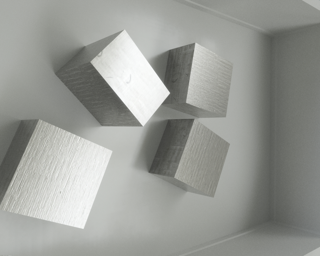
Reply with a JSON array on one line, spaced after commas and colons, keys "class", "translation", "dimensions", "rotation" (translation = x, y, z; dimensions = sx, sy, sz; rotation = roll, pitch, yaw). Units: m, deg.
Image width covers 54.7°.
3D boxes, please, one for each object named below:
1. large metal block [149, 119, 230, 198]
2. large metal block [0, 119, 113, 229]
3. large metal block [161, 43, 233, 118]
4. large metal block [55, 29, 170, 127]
[{"class": "large metal block", "translation": [0.042, 0.041, 0.426], "dimensions": [0.080, 0.050, 0.080], "rotation": [32, 70, -35]}, {"class": "large metal block", "translation": [-0.105, 0.044, 0.302], "dimensions": [0.080, 0.050, 0.080], "rotation": [29, 72, -36]}, {"class": "large metal block", "translation": [0.053, -0.062, 0.434], "dimensions": [0.081, 0.050, 0.080], "rotation": [16, 80, -39]}, {"class": "large metal block", "translation": [-0.051, -0.047, 0.328], "dimensions": [0.080, 0.080, 0.050], "rotation": [52, 60, -28]}]
